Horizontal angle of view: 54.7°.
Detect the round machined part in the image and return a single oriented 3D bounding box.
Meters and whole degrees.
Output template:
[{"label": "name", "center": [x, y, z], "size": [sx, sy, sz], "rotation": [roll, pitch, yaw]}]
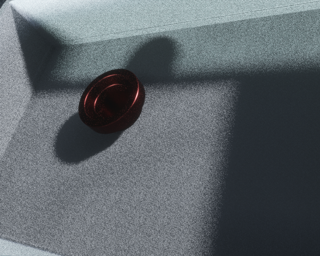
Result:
[{"label": "round machined part", "center": [-0.065, -0.034, 0.448], "size": [0.098, 0.042, 0.098], "rotation": [-13, 56, 20]}]
